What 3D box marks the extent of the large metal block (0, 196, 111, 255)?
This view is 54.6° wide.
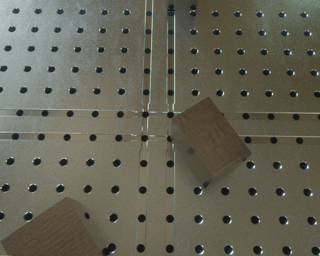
[{"bbox_3d":[-0.113,0.137,0.348,0.080,0.050,0.080,-34,74,-12],"label":"large metal block"}]

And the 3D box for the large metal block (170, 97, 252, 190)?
[{"bbox_3d":[0.056,0.022,0.375,0.050,0.080,0.080,-31,73,-10],"label":"large metal block"}]

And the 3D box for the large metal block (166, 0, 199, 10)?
[{"bbox_3d":[0.036,-0.239,0.470,0.050,0.080,0.080,2,70,1],"label":"large metal block"}]
